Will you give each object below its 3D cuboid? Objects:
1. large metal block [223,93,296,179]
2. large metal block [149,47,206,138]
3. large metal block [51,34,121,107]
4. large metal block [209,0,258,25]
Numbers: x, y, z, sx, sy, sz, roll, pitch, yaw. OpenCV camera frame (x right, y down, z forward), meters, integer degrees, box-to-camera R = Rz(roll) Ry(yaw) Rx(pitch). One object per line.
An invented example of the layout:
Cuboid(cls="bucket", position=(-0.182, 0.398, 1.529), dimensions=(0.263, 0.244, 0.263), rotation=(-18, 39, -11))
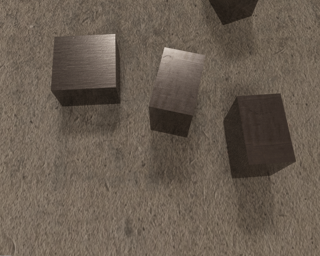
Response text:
Cuboid(cls="large metal block", position=(0.115, 0.013, 0.376), dimensions=(0.050, 0.080, 0.080), rotation=(-4, 70, -2))
Cuboid(cls="large metal block", position=(0.021, -0.042, 0.395), dimensions=(0.050, 0.080, 0.080), rotation=(12, 71, 4))
Cuboid(cls="large metal block", position=(-0.098, -0.078, 0.422), dimensions=(0.081, 0.050, 0.080), rotation=(-3, 70, -2))
Cuboid(cls="large metal block", position=(0.107, -0.216, 0.459), dimensions=(0.050, 0.080, 0.080), rotation=(-21, 72, -8))
